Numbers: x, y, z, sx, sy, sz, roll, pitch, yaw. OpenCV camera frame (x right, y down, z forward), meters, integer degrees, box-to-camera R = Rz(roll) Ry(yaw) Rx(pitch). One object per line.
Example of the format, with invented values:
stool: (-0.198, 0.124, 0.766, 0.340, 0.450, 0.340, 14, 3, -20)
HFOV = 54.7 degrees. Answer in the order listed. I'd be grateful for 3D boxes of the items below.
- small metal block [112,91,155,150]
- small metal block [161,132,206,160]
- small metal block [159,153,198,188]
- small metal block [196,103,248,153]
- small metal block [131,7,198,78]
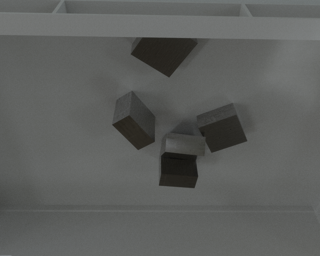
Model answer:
small metal block: (-0.031, -0.010, 0.384, 0.025, 0.050, 0.050, -28, 125, 21)
small metal block: (0.029, 0.026, 0.415, 0.050, 0.025, 0.050, 7, 167, -6)
small metal block: (0.025, 0.057, 0.441, 0.050, 0.050, 0.025, 5, 130, -5)
small metal block: (0.082, 0.001, 0.411, 0.050, 0.025, 0.050, -20, 128, 16)
small metal block: (0.004, -0.091, 0.332, 0.050, 0.025, 0.050, 28, 125, -22)
